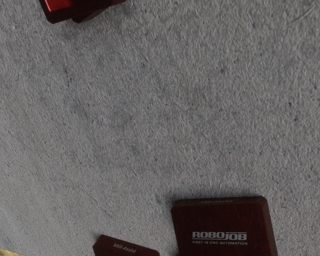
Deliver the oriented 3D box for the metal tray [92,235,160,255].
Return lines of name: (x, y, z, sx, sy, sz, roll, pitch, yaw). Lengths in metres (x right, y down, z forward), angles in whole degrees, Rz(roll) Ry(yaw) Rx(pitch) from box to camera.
metal tray: (-0.061, 0.263, 0.598, 0.130, 0.030, 0.089, 7, 122, 24)

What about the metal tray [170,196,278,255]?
metal tray: (0.085, 0.145, 0.424, 0.130, 0.030, 0.089, -11, 91, 30)

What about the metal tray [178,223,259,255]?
metal tray: (0.084, 0.211, 0.489, 0.090, 0.030, 0.129, 32, 129, 7)

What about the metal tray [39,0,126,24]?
metal tray: (-0.094, -0.178, 0.303, 0.090, 0.030, 0.129, -4, 117, 30)

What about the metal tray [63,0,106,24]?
metal tray: (-0.065, -0.181, 0.325, 0.130, 0.030, 0.090, -19, 109, 35)
